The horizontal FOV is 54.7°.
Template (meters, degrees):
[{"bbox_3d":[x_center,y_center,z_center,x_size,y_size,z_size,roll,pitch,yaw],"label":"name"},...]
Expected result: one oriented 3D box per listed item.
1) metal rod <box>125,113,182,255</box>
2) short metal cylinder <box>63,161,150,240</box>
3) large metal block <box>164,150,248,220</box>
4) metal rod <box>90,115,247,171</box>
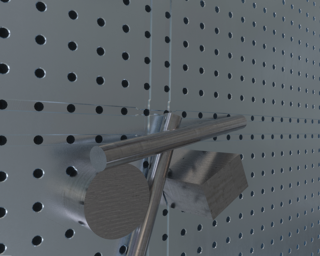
[{"bbox_3d":[-0.021,0.125,0.392,0.025,0.025,0.299,25,74,-37],"label":"metal rod"},{"bbox_3d":[-0.059,0.076,0.344,0.081,0.050,0.079,0,90,-40],"label":"short metal cylinder"},{"bbox_3d":[0.059,0.073,0.424,0.081,0.080,0.050,-30,109,-36],"label":"large metal block"},{"bbox_3d":[0.038,0.010,0.410,0.302,0.025,0.025,-12,98,-49],"label":"metal rod"}]
